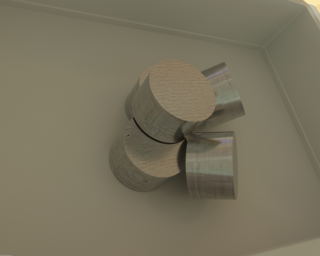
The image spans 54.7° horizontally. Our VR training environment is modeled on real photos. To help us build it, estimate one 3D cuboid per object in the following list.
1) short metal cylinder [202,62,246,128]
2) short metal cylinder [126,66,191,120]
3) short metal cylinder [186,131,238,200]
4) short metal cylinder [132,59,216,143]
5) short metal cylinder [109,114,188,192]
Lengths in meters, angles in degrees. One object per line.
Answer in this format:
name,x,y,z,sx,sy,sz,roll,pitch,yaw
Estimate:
short metal cylinder,0.081,-0.046,0.435,0.080,0.050,0.080,-22,90,-78
short metal cylinder,0.001,-0.035,0.411,0.081,0.050,0.080,14,56,-21
short metal cylinder,0.064,0.044,0.369,0.050,0.080,0.080,-2,53,17
short metal cylinder,0.015,-0.030,0.349,0.081,0.050,0.080,14,56,-21
short metal cylinder,-0.013,0.029,0.365,0.081,0.050,0.080,14,56,-21
